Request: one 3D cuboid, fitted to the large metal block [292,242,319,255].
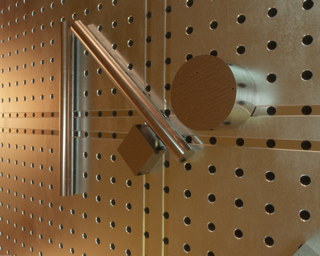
[{"bbox_3d":[0.133,0.169,0.283,0.080,0.050,0.080,46,117,30],"label":"large metal block"}]

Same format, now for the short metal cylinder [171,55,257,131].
[{"bbox_3d":[0.059,-0.037,0.343,0.080,0.050,0.079,0,90,39],"label":"short metal cylinder"}]

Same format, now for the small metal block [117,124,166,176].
[{"bbox_3d":[-0.026,0.030,0.429,0.050,0.025,0.050,51,119,27],"label":"small metal block"}]

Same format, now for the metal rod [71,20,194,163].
[{"bbox_3d":[-0.053,-0.067,0.450,0.300,0.025,0.025,50,119,28],"label":"metal rod"}]

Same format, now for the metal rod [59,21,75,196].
[{"bbox_3d":[-0.162,-0.033,0.539,0.025,0.025,0.298,1,91,39],"label":"metal rod"}]
